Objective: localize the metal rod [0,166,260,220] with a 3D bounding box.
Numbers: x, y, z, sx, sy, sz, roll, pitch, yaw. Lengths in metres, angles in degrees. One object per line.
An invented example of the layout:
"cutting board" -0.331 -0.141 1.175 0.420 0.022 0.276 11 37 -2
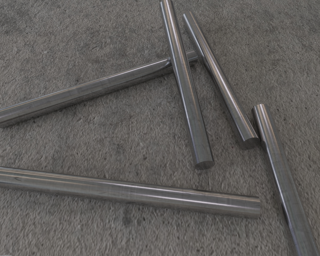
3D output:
"metal rod" -0.046 0.070 0.343 0.302 0.025 0.025 6 50 5

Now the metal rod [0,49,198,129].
"metal rod" -0.081 -0.063 0.455 0.302 0.025 0.025 -21 53 -17

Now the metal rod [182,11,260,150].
"metal rod" 0.083 -0.093 0.481 0.025 0.025 0.300 -9 51 -7

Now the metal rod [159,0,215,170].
"metal rod" 0.032 -0.081 0.445 0.025 0.025 0.299 -6 58 -5

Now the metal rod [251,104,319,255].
"metal rod" 0.141 0.091 0.327 0.025 0.025 0.300 -1 50 -1
